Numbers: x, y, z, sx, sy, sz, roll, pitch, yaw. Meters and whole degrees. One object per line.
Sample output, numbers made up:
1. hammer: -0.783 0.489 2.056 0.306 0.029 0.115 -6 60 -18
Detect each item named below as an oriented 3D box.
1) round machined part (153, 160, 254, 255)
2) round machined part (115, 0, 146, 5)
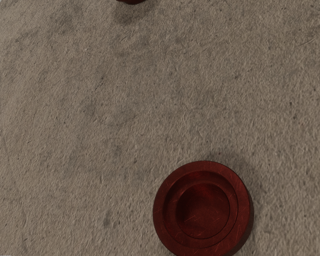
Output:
1. round machined part: 0.046 0.086 0.316 0.098 0.042 0.098 -13 56 20
2. round machined part: -0.047 -0.273 0.583 0.098 0.042 0.098 -13 56 20
